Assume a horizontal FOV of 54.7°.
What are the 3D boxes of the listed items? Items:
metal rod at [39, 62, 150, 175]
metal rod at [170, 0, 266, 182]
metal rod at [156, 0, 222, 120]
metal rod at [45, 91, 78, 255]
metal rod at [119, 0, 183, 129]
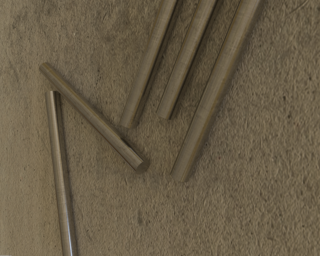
[{"bbox_3d":[-0.119,-0.029,0.503,0.300,0.025,0.025,41,115,32],"label":"metal rod"},{"bbox_3d":[0.075,-0.073,0.343,0.025,0.025,0.298,32,110,35],"label":"metal rod"},{"bbox_3d":[0.059,-0.148,0.356,0.025,0.025,0.298,34,111,35],"label":"metal rod"},{"bbox_3d":[-0.176,0.082,0.550,0.025,0.025,0.298,-15,81,39],"label":"metal rod"},{"bbox_3d":[0.006,-0.137,0.399,0.025,0.025,0.298,34,111,35],"label":"metal rod"}]
